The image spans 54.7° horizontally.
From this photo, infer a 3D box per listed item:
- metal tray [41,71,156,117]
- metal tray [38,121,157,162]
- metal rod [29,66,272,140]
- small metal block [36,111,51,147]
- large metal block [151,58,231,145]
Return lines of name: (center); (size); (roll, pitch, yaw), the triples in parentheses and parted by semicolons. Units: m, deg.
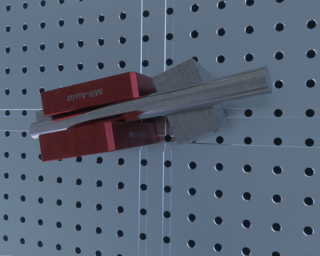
metal tray: (-0.072, -0.039, 0.401); (0.130, 0.090, 0.030); (-9, 88, 19)
metal tray: (-0.069, 0.015, 0.380); (0.090, 0.130, 0.030); (-10, 87, 19)
metal rod: (-0.034, -0.019, 0.343); (0.300, 0.025, 0.025); (-10, 87, 28)
small metal block: (-0.150, 0.000, 0.450); (0.025, 0.050, 0.050); (-9, 87, 19)
large metal block: (0.040, -0.028, 0.367); (0.050, 0.080, 0.080); (-24, 82, 18)
